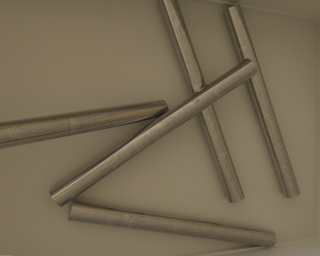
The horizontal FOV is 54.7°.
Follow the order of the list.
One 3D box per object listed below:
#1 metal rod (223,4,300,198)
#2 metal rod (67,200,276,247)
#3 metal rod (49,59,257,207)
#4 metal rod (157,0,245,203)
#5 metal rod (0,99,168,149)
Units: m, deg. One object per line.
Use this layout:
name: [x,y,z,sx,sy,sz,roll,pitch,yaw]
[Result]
metal rod: [0.156,-0.035,0.467,0.025,0.025,0.299,-23,98,-19]
metal rod: [0.030,0.133,0.421,0.302,0.025,0.025,14,85,-20]
metal rod: [0.000,0.000,0.392,0.301,0.025,0.025,-34,101,-10]
metal rod: [0.060,-0.036,0.432,0.025,0.025,0.299,-23,98,-19]
metal rod: [-0.111,-0.001,0.316,0.302,0.025,0.025,-12,95,-40]
